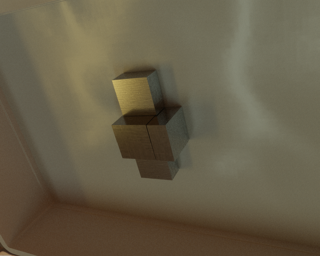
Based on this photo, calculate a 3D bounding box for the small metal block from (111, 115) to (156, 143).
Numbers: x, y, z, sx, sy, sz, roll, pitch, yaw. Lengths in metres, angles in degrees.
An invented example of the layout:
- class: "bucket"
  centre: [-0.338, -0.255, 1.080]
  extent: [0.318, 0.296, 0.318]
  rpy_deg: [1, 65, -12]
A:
- class: "small metal block"
  centre: [-0.026, -0.005, 0.401]
  extent: [0.050, 0.050, 0.025]
  rpy_deg: [0, 118, 28]

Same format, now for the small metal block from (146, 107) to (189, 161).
- class: "small metal block"
  centre: [0.011, 0.007, 0.388]
  extent: [0.025, 0.050, 0.050]
  rpy_deg: [0, 118, 28]

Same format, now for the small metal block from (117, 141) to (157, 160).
- class: "small metal block"
  centre: [-0.020, 0.017, 0.411]
  extent: [0.050, 0.050, 0.025]
  rpy_deg: [0, 118, 28]

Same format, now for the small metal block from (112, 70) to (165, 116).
- class: "small metal block"
  centre: [-0.027, -0.044, 0.394]
  extent: [0.050, 0.025, 0.050]
  rpy_deg: [0, 119, 28]

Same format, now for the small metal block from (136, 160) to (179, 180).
- class: "small metal block"
  centre: [-0.006, 0.044, 0.437]
  extent: [0.050, 0.025, 0.050]
  rpy_deg: [0, 119, 28]
